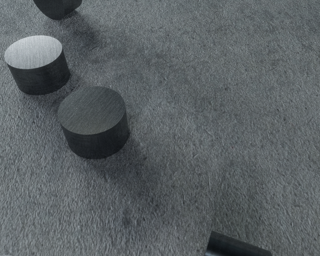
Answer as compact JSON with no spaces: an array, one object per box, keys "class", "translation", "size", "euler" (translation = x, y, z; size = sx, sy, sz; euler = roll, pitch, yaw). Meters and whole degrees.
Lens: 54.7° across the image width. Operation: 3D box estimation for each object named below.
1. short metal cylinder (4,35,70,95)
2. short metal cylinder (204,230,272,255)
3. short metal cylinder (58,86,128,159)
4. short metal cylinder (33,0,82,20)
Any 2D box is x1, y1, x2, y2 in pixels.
[{"class":"short metal cylinder","translation":[-0.182,-0.095,0.465],"size":[0.080,0.050,0.080],"euler":[0,50,0]},{"class":"short metal cylinder","translation":[0.055,0.133,0.256],"size":[0.050,0.080,0.080],"euler":[17,52,13]},{"class":"short metal cylinder","translation":[-0.082,-0.007,0.392],"size":[0.080,0.050,0.080],"euler":[0,50,0]},{"class":"short metal cylinder","translation":[-0.193,-0.250,0.576],"size":[0.080,0.080,0.050],"euler":[24,54,18]}]
